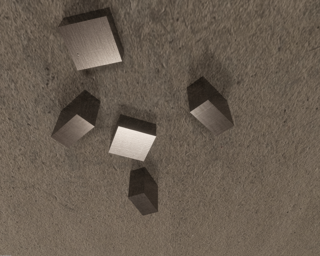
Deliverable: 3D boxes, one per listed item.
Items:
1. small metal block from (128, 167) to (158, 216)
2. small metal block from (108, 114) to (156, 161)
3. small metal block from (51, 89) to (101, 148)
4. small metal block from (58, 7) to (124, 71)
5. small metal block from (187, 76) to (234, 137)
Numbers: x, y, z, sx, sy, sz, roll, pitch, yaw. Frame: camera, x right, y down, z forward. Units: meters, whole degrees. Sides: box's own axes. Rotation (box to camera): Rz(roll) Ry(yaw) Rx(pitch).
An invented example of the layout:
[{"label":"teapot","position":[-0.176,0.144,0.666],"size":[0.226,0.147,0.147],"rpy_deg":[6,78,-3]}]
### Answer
[{"label":"small metal block","position":[-0.024,0.097,0.473],"size":[0.025,0.050,0.050],"rpy_deg":[-18,128,14]},{"label":"small metal block","position":[-0.037,0.014,0.419],"size":[0.050,0.025,0.050],"rpy_deg":[16,128,-14]},{"label":"small metal block","position":[-0.102,-0.012,0.379],"size":[0.050,0.050,0.025],"rpy_deg":[-35,122,26]},{"label":"small metal block","position":[-0.071,-0.093,0.327],"size":[0.050,0.025,0.050],"rpy_deg":[-10,130,8]},{"label":"small metal block","position":[0.059,-0.026,0.369],"size":[0.025,0.050,0.050],"rpy_deg":[-35,122,26]}]
